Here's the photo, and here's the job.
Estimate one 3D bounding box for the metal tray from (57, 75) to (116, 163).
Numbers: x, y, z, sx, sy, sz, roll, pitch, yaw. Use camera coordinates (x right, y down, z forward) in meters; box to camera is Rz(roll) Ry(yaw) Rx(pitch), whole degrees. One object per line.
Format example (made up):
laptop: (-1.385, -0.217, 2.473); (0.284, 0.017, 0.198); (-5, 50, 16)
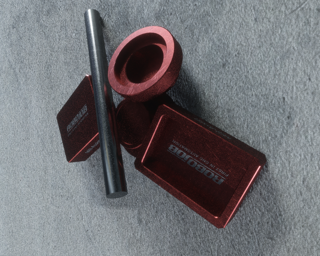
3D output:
metal tray: (-0.116, -0.011, 0.485); (0.129, 0.030, 0.090); (-38, 64, 42)

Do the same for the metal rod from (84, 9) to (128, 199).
metal rod: (-0.079, -0.051, 0.428); (0.025, 0.025, 0.299); (-34, 56, 35)

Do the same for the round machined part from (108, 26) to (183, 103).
round machined part: (-0.015, -0.076, 0.393); (0.098, 0.042, 0.098); (-14, 61, 27)

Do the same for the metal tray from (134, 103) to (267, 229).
metal tray: (0.041, 0.039, 0.355); (0.130, 0.030, 0.089); (32, 110, 24)

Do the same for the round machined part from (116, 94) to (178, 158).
round machined part: (-0.025, -0.007, 0.417); (0.098, 0.042, 0.097); (0, 90, 40)
